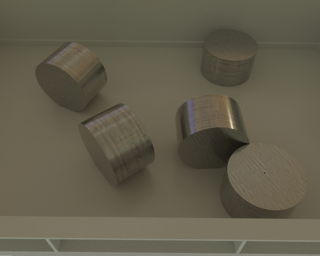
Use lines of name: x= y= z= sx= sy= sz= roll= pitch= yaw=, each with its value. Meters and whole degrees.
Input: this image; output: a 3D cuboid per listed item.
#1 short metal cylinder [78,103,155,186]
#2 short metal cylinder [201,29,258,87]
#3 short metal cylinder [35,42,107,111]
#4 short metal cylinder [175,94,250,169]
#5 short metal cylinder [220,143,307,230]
short metal cylinder: x=-0.050 y=0.018 z=0.353 sx=0.050 sy=0.080 sz=0.080 roll=-30 pitch=57 yaw=-23
short metal cylinder: x=0.106 y=-0.110 z=0.483 sx=0.081 sy=0.050 sz=0.080 roll=0 pitch=50 yaw=0
short metal cylinder: x=-0.121 y=-0.070 z=0.426 sx=0.080 sy=0.080 sz=0.050 roll=21 pitch=53 yaw=16
short metal cylinder: x=0.060 y=0.006 z=0.366 sx=0.081 sy=0.080 sz=0.050 roll=-1 pitch=50 yaw=-2
short metal cylinder: x=0.110 y=0.063 z=0.337 sx=0.081 sy=0.050 sz=0.080 roll=0 pitch=50 yaw=0
